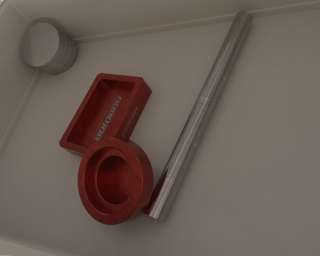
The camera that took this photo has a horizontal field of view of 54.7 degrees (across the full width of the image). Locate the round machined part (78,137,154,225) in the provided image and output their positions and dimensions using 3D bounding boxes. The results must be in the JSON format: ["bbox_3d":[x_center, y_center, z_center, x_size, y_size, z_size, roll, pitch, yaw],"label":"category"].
[{"bbox_3d":[-0.048,0.061,0.366,0.098,0.042,0.097,-4,83,33],"label":"round machined part"}]

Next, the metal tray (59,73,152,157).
[{"bbox_3d":[-0.078,-0.017,0.451,0.090,0.030,0.130,12,67,32],"label":"metal tray"}]

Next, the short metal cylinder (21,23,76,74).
[{"bbox_3d":[-0.202,-0.143,0.563,0.080,0.050,0.080,-3,82,19],"label":"short metal cylinder"}]

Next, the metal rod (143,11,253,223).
[{"bbox_3d":[0.056,-0.027,0.392,0.025,0.025,0.300,14,69,33],"label":"metal rod"}]
